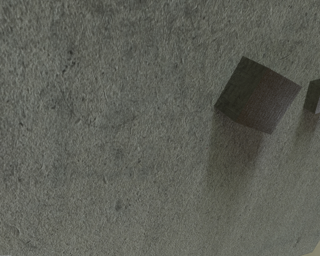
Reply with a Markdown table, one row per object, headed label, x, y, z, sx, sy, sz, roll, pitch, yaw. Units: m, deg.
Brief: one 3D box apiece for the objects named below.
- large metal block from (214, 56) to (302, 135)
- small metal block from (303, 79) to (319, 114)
| label | x | y | z | sx | sy | sz | roll | pitch | yaw |
| --- | --- | --- | --- | --- | --- | --- | --- | --- | --- |
| large metal block | 0.138 | -0.044 | 0.439 | 0.081 | 0.050 | 0.080 | 16 | 110 | -35 |
| small metal block | 0.276 | -0.056 | 0.523 | 0.050 | 0.025 | 0.050 | -15 | 125 | -20 |
